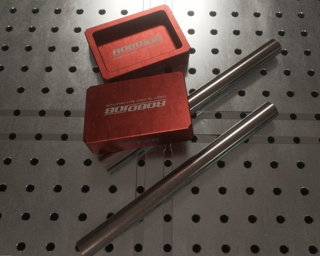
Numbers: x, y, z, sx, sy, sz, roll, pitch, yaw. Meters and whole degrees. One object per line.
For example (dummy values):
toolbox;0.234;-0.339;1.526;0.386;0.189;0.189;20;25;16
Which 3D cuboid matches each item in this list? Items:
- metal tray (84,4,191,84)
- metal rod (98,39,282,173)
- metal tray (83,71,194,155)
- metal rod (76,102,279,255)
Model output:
metal tray;-0.032;-0.120;0.452;0.131;0.030;0.090;-21;72;-8
metal rod;0.049;-0.037;0.425;0.301;0.025;0.025;-35;74;-12
metal tray;-0.028;-0.020;0.395;0.131;0.030;0.090;-9;56;5
metal rod;0.031;0.058;0.390;0.301;0.025;0.025;-35;74;-12
